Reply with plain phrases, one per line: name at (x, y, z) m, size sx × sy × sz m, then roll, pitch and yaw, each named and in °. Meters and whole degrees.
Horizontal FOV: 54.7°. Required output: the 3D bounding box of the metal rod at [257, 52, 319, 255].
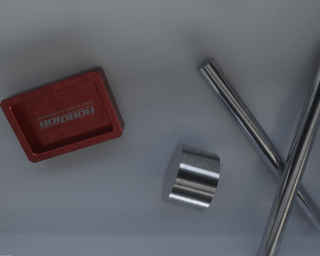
metal rod at (0.180, 0.039, 0.405) m, size 0.025 × 0.025 × 0.298 m, roll 12°, pitch 101°, yaw -5°

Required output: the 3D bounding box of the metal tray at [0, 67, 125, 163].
metal tray at (-0.122, -0.016, 0.400) m, size 0.131 × 0.030 × 0.090 m, roll -17°, pitch 110°, yaw 5°

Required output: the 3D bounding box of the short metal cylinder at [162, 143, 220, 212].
short metal cylinder at (0.039, 0.064, 0.406) m, size 0.050 × 0.080 × 0.079 m, roll 18°, pitch 109°, yaw -7°

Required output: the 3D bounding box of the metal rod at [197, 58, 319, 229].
metal rod at (0.147, 0.031, 0.425) m, size 0.025 × 0.025 × 0.300 m, roll -36°, pitch 107°, yaw 12°
